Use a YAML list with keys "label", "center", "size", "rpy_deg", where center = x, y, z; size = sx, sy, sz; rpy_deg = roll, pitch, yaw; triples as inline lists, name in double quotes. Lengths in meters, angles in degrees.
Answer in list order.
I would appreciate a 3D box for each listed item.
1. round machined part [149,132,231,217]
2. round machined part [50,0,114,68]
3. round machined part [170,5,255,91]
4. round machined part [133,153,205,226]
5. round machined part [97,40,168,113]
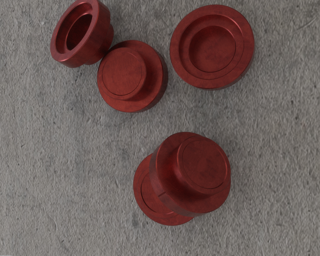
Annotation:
- label: "round machined part"
  center: [0.041, 0.048, 0.353]
  size: [0.098, 0.099, 0.042]
  rpy_deg: [58, 144, 11]
- label: "round machined part"
  center: [-0.101, -0.126, 0.422]
  size: [0.098, 0.042, 0.098]
  rpy_deg: [-16, 62, 34]
- label: "round machined part"
  center: [0.065, -0.094, 0.377]
  size: [0.098, 0.042, 0.097]
  rpy_deg: [0, 90, 20]
- label: "round machined part"
  center: [0.010, 0.077, 0.396]
  size: [0.098, 0.042, 0.097]
  rpy_deg: [0, 90, 20]
- label: "round machined part"
  center: [-0.042, -0.069, 0.415]
  size: [0.098, 0.042, 0.097]
  rpy_deg: [0, 90, 20]
